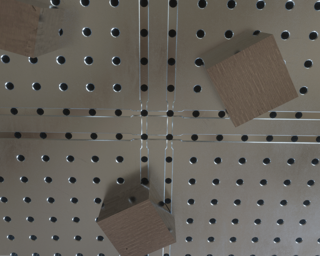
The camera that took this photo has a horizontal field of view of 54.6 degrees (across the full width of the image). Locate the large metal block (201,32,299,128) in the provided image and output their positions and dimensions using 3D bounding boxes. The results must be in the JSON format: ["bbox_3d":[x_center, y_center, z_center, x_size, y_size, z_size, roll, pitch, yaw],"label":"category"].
[{"bbox_3d":[0.107,-0.060,0.379,0.080,0.050,0.080,-27,108,9],"label":"large metal block"}]

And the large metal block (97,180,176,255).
[{"bbox_3d":[-0.031,0.135,0.449,0.080,0.050,0.080,-26,108,9],"label":"large metal block"}]

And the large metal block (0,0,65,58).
[{"bbox_3d":[-0.160,-0.117,0.340,0.080,0.080,0.050,15,110,-6],"label":"large metal block"}]
